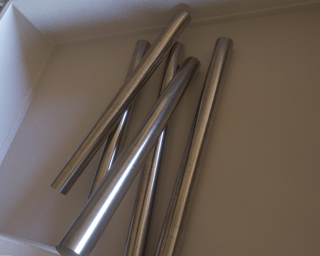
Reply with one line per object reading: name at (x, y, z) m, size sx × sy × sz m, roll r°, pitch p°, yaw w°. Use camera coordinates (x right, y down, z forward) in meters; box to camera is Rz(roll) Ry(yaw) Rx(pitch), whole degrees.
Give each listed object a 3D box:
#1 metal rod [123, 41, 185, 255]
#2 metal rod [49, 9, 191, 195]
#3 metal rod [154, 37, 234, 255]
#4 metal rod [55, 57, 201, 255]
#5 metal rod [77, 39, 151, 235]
metal rod at (-0.001, 0.009, 0.400) m, size 0.025 × 0.025 × 0.300 m, roll -3°, pitch 60°, yaw 27°
metal rod at (-0.047, -0.043, 0.423) m, size 0.025 × 0.025 × 0.300 m, roll 25°, pitch 75°, yaw 36°
metal rod at (0.047, 0.013, 0.373) m, size 0.025 × 0.025 × 0.300 m, roll 4°, pitch 64°, yaw 30°
metal rod at (-0.010, 0.002, 0.335) m, size 0.025 × 0.025 × 0.301 m, roll 0°, pitch 38°, yaw 28°
metal rod at (-0.057, -0.003, 0.437) m, size 0.025 × 0.025 × 0.300 m, roll -1°, pitch 61°, yaw 28°
